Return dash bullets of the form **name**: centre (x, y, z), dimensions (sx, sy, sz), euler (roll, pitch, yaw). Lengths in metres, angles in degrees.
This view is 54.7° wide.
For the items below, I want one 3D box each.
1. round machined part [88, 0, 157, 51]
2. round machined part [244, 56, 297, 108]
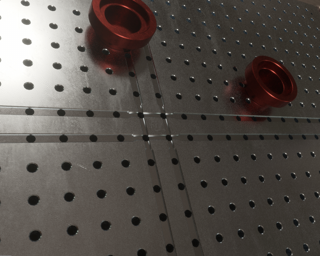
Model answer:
- **round machined part**: centre (-0.058, -0.155, 0.462), dimensions (0.099, 0.042, 0.098), euler (14, 56, -21)
- **round machined part**: centre (0.190, -0.077, 0.550), dimensions (0.099, 0.042, 0.098), euler (14, 56, -21)
